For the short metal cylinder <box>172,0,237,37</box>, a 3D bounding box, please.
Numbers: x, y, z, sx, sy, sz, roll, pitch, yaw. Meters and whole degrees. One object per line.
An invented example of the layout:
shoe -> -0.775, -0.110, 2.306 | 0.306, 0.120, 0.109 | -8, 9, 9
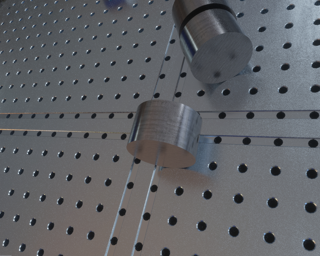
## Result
short metal cylinder -> 0.061, -0.153, 0.435 | 0.080, 0.080, 0.050 | -23, 54, 15

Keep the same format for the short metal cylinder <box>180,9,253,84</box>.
short metal cylinder -> 0.071, -0.104, 0.399 | 0.080, 0.080, 0.050 | -26, 53, 12

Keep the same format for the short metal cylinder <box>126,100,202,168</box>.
short metal cylinder -> 0.006, 0.009, 0.364 | 0.080, 0.080, 0.050 | -1, 62, 28
